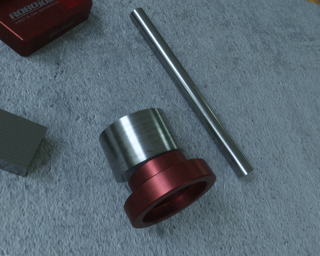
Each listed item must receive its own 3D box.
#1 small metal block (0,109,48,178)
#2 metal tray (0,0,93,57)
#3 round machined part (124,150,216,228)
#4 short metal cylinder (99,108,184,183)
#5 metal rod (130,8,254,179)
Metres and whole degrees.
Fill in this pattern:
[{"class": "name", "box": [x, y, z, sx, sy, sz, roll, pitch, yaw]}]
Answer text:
[{"class": "small metal block", "box": [-0.150, 0.015, 0.314, 0.050, 0.025, 0.050, 24, 53, -14]}, {"class": "metal tray", "box": [-0.165, -0.160, 0.409, 0.090, 0.030, 0.131, 39, 51, -2]}, {"class": "round machined part", "box": [0.006, 0.060, 0.325, 0.099, 0.097, 0.042, -14, 58, -34]}, {"class": "short metal cylinder", "box": [-0.021, 0.020, 0.345, 0.081, 0.080, 0.050, -15, 70, -34]}, {"class": "metal rod", "box": [0.041, -0.059, 0.461, 0.025, 0.025, 0.299, -23, 74, -36]}]
